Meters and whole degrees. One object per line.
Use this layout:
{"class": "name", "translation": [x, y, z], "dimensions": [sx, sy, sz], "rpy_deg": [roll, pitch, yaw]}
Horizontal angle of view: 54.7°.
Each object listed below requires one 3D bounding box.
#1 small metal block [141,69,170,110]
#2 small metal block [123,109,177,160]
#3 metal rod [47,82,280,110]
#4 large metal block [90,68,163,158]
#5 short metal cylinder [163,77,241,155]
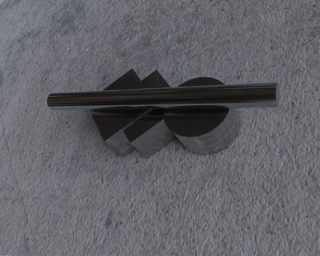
{"class": "small metal block", "translation": [0.007, -0.042, 0.412], "dimensions": [0.025, 0.050, 0.050], "rpy_deg": [-37, 52, 4]}
{"class": "small metal block", "translation": [-0.010, 0.007, 0.392], "dimensions": [0.050, 0.050, 0.025], "rpy_deg": [-36, 52, 4]}
{"class": "metal rod", "translation": [-0.019, -0.035, 0.370], "dimensions": [0.300, 0.025, 0.025], "rpy_deg": [1, 62, 28]}
{"class": "large metal block", "translation": [-0.043, -0.021, 0.423], "dimensions": [0.080, 0.050, 0.080], "rpy_deg": [-36, 51, 4]}
{"class": "short metal cylinder", "translation": [0.051, -0.014, 0.370], "dimensions": [0.080, 0.050, 0.080], "rpy_deg": [-13, 56, 21]}
